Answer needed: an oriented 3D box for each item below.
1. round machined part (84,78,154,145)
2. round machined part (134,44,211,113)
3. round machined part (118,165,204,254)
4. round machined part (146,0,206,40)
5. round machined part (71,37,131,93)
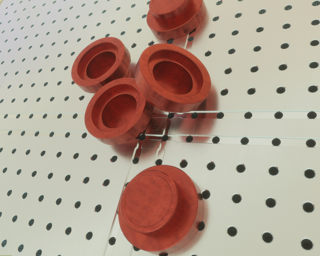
[{"bbox_3d":[-0.053,-0.019,0.435,0.098,0.042,0.098,-13,56,20],"label":"round machined part"},{"bbox_3d":[0.014,-0.060,0.404,0.042,0.099,0.098,125,148,-51],"label":"round machined part"},{"bbox_3d":[-0.005,0.086,0.346,0.098,0.042,0.098,-13,56,20],"label":"round machined part"},{"bbox_3d":[0.021,-0.195,0.505,0.098,0.042,0.098,-13,56,20],"label":"round machined part"},{"bbox_3d":[-0.090,-0.096,0.502,0.098,0.042,0.098,-13,56,20],"label":"round machined part"}]
